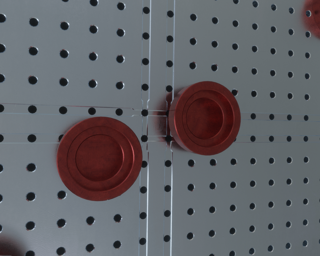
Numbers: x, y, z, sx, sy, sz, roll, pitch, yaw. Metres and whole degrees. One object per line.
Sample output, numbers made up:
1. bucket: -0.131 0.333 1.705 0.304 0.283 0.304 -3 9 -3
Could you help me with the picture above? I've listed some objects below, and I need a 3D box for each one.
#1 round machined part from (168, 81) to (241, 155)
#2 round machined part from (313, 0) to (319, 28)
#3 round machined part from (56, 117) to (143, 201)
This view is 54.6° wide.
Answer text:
1. round machined part: 0.057 -0.013 0.424 0.099 0.042 0.097 0 90 -20
2. round machined part: 0.309 -0.204 0.516 0.099 0.042 0.097 0 90 -20
3. round machined part: -0.074 0.036 0.376 0.099 0.042 0.097 0 90 -20
